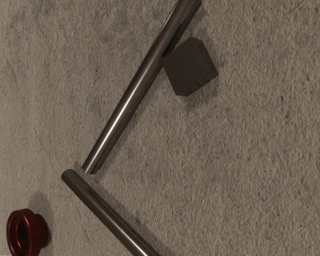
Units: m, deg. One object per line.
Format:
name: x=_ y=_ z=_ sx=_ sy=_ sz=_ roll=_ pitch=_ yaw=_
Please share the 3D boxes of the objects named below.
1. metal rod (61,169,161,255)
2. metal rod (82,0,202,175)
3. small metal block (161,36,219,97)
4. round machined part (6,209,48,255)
metal rod: x=-0.055 y=0.148 z=0.447 sx=0.300 sy=0.025 sz=0.025 roll=33 pitch=110 yaw=34
metal rod: x=-0.037 y=-0.047 z=0.432 sx=0.025 sy=0.025 sz=0.298 roll=48 pitch=118 yaw=29
small metal block: x=0.035 y=-0.073 z=0.374 sx=0.050 sy=0.025 sz=0.050 roll=-33 pitch=70 yaw=34
round machined part: x=-0.254 y=0.205 z=0.599 sx=0.098 sy=0.042 sz=0.097 roll=0 pitch=90 yaw=39
